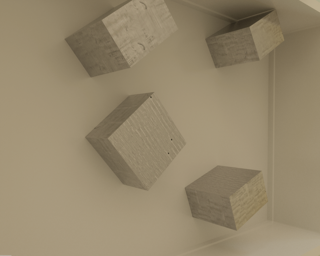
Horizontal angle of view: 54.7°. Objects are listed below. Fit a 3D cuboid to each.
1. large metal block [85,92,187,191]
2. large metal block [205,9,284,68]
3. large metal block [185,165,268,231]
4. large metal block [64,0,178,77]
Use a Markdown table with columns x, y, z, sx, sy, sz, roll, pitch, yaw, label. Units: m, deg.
| x | y | z | sx | sy | sz | roll | pitch | yaw | label |
| --- | --- | --- | --- | --- | --- | --- | --- | --- | --- |
| -0.026 | 0.015 | 0.370 | 0.080 | 0.050 | 0.080 | -48 | 119 | -29 | large metal block |
| 0.133 | -0.138 | 0.485 | 0.080 | 0.080 | 0.050 | -38 | 114 | -34 | large metal block |
| 0.098 | 0.098 | 0.456 | 0.081 | 0.080 | 0.050 | -25 | 106 | -38 | large metal block |
| -0.042 | -0.102 | 0.337 | 0.080 | 0.080 | 0.050 | -46 | 118 | -30 | large metal block |
